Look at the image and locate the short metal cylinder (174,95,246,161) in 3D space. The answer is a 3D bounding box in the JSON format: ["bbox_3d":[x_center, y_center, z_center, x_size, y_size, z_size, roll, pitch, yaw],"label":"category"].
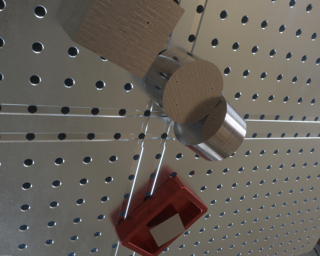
[{"bbox_3d":[0.065,-0.002,0.410,0.080,0.080,0.050,-49,129,6],"label":"short metal cylinder"}]

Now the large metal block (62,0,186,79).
[{"bbox_3d":[-0.037,-0.108,0.308,0.080,0.050,0.080,24,105,-37],"label":"large metal block"}]

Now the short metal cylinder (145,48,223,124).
[{"bbox_3d":[0.029,-0.052,0.378,0.081,0.050,0.079,-14,124,-21],"label":"short metal cylinder"}]

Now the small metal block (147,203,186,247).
[{"bbox_3d":[0.008,0.154,0.494,0.050,0.025,0.050,-28,128,-11],"label":"small metal block"}]

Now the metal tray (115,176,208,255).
[{"bbox_3d":[0.004,0.147,0.501,0.130,0.030,0.090,-42,130,1],"label":"metal tray"}]
